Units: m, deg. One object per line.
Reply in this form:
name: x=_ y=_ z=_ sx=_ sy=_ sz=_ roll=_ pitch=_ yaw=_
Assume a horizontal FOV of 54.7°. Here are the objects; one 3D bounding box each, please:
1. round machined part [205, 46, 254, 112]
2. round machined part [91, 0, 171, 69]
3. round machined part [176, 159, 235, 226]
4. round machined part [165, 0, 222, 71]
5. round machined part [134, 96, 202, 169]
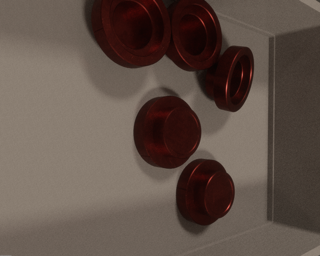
round machined part: x=0.104 y=-0.076 z=0.472 sx=0.099 sy=0.042 sz=0.097 roll=-29 pitch=127 yaw=-47
round machined part: x=-0.037 y=-0.119 z=0.366 sx=0.099 sy=0.042 sz=0.097 roll=0 pitch=90 yaw=-40
round machined part: x=0.074 y=0.096 z=0.460 sx=0.099 sy=0.042 sz=0.097 roll=0 pitch=90 yaw=-40
round machined part: x=0.039 y=-0.127 z=0.430 sx=0.099 sy=0.042 sz=0.097 roll=0 pitch=90 yaw=-40
round machined part: x=0.017 y=0.006 z=0.412 sx=0.099 sy=0.042 sz=0.097 roll=0 pitch=90 yaw=-40
